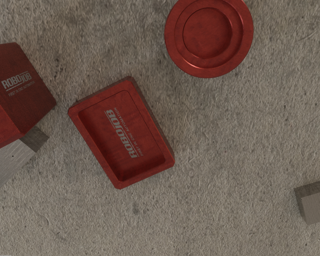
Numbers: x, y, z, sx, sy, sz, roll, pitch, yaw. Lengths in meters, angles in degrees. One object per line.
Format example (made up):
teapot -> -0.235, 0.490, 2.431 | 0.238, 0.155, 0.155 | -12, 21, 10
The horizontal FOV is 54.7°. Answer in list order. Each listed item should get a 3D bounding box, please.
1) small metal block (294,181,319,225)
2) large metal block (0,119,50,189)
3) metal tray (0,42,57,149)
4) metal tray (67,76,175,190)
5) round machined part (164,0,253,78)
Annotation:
small metal block -> 0.230, 0.108, 0.452 | 0.050, 0.025, 0.050 | -19, 109, 6
large metal block -> -0.209, 0.021, 0.402 | 0.080, 0.050, 0.080 | -42, 105, 14
metal tray -> -0.165, -0.042, 0.335 | 0.030, 0.130, 0.090 | -27, 108, 5
metal tray -> -0.047, 0.009, 0.409 | 0.090, 0.030, 0.130 | -25, 108, 9
round machined part -> 0.054, -0.110, 0.361 | 0.099, 0.042, 0.097 | 0, 110, 0
